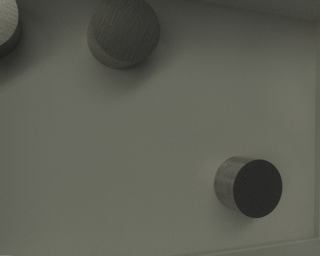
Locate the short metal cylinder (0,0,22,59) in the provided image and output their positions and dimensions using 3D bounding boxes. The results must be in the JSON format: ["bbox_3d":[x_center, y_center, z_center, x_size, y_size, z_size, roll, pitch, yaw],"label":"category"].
[{"bbox_3d":[-0.191,-0.115,0.326,0.081,0.050,0.080,0,90,-20],"label":"short metal cylinder"}]

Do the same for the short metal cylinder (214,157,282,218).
[{"bbox_3d":[0.125,0.082,0.443,0.081,0.050,0.080,0,90,-20],"label":"short metal cylinder"}]

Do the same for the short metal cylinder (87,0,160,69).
[{"bbox_3d":[-0.046,-0.116,0.380,0.081,0.050,0.080,0,90,-20],"label":"short metal cylinder"}]
